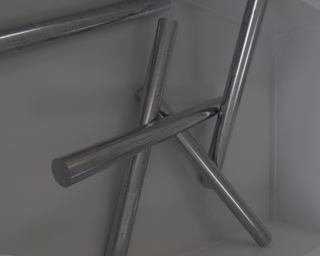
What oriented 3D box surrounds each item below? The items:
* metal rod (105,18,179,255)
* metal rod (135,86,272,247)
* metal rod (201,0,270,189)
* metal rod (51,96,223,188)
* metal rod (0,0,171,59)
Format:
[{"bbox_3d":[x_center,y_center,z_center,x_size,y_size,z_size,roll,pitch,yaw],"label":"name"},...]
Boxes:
[{"bbox_3d":[-0.022,0.019,0.365,0.025,0.025,0.298,14,88,-39],"label":"metal rod"},{"bbox_3d":[0.069,0.061,0.432,0.300,0.025,0.025,51,60,-17],"label":"metal rod"},{"bbox_3d":[0.098,-0.048,0.411,0.025,0.025,0.298,-11,122,-40],"label":"metal rod"},{"bbox_3d":[0.012,-0.002,0.361,0.302,0.025,0.025,-22,105,-50],"label":"metal rod"},{"bbox_3d":[-0.099,-0.105,0.322,0.302,0.025,0.025,-31,110,-36],"label":"metal rod"}]
